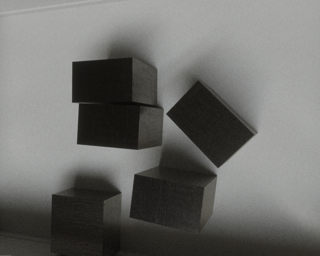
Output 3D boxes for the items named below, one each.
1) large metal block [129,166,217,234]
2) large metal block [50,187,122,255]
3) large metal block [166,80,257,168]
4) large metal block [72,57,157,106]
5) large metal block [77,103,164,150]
[{"bbox_3d":[0.020,0.081,0.374,0.080,0.080,0.050,8,93,20],"label":"large metal block"},{"bbox_3d":[-0.102,0.131,0.433,0.080,0.050,0.080,2,91,20],"label":"large metal block"},{"bbox_3d":[0.064,-0.005,0.359,0.050,0.080,0.080,-46,76,14],"label":"large metal block"},{"bbox_3d":[-0.055,-0.055,0.401,0.080,0.080,0.050,1,90,20],"label":"large metal block"},{"bbox_3d":[-0.048,-0.003,0.398,0.080,0.080,0.050,4,91,20],"label":"large metal block"}]
